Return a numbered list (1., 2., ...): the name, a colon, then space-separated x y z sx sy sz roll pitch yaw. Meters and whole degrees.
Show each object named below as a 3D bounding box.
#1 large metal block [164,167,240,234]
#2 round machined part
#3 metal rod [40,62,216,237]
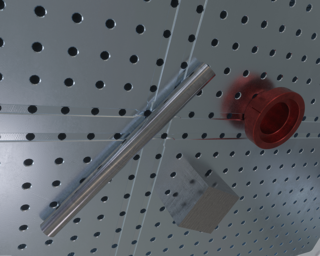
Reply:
1. large metal block: 0.068 0.120 0.506 0.080 0.050 0.080 26 104 -37
2. round machined part: 0.171 -0.019 0.482 0.099 0.042 0.097 -14 124 -21
3. metal rod: -0.043 0.030 0.405 0.300 0.025 0.025 -45 129 3
